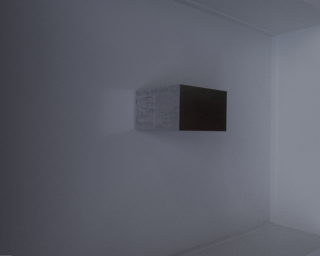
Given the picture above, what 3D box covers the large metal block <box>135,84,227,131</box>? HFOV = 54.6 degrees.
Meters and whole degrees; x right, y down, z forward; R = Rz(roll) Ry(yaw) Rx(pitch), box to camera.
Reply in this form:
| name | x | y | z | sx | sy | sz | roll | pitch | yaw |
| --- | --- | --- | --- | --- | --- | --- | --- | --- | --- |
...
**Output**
| name | x | y | z | sx | sy | sz | roll | pitch | yaw |
| --- | --- | --- | --- | --- | --- | --- | --- | --- | --- |
| large metal block | 0.026 | -0.022 | 0.388 | 0.081 | 0.080 | 0.050 | 1 | 90 | -40 |
